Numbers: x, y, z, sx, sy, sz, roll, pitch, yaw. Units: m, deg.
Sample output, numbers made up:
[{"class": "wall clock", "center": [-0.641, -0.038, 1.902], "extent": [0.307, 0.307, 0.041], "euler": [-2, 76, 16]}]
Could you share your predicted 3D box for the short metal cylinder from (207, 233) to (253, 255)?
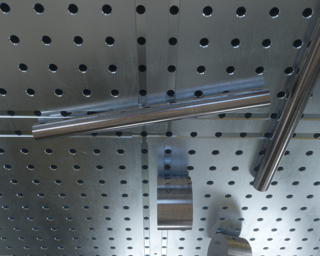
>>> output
[{"class": "short metal cylinder", "center": [0.130, 0.244, 0.585], "extent": [0.050, 0.080, 0.079], "euler": [16, 128, -14]}]

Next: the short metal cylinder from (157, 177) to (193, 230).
[{"class": "short metal cylinder", "center": [0.021, 0.114, 0.473], "extent": [0.050, 0.080, 0.079], "euler": [0, 130, 0]}]

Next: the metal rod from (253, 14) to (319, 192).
[{"class": "metal rod", "center": [0.168, -0.022, 0.393], "extent": [0.025, 0.025, 0.298], "euler": [3, 130, -3]}]

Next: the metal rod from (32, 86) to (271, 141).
[{"class": "metal rod", "center": [-0.016, -0.017, 0.396], "extent": [0.301, 0.025, 0.025], "euler": [-9, 130, 7]}]
